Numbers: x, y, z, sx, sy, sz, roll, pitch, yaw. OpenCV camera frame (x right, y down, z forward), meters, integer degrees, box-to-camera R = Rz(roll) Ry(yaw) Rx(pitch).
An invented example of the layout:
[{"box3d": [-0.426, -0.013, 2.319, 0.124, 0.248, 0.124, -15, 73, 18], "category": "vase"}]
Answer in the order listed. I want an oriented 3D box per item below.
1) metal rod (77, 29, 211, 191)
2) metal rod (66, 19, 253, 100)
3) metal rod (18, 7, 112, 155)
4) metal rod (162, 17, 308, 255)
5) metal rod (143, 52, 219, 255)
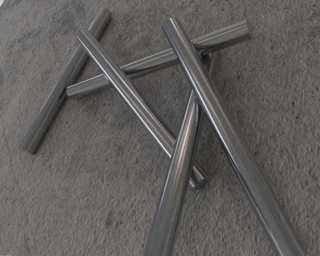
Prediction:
[{"box3d": [-0.036, -0.041, 0.414, 0.025, 0.025, 0.300, -40, 61, 2], "category": "metal rod"}, {"box3d": [-0.020, -0.089, 0.444, 0.300, 0.025, 0.025, -13, 56, 29], "category": "metal rod"}, {"box3d": [-0.159, -0.092, 0.544, 0.025, 0.025, 0.300, 10, 67, 32], "category": "metal rod"}, {"box3d": [0.066, -0.009, 0.337, 0.025, 0.025, 0.299, -28, 64, 11], "category": "metal rod"}, {"box3d": [0.034, 0.002, 0.353, 0.025, 0.025, 0.300, -2, 51, 27], "category": "metal rod"}]
